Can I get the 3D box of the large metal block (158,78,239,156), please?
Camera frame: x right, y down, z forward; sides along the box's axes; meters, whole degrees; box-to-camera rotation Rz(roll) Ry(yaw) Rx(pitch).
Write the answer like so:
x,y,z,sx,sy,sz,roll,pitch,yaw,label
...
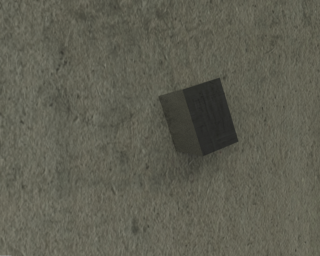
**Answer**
x,y,z,sx,sy,sz,roll,pitch,yaw,label
0.046,-0.014,0.396,0.050,0.080,0.080,-20,97,-19,large metal block
